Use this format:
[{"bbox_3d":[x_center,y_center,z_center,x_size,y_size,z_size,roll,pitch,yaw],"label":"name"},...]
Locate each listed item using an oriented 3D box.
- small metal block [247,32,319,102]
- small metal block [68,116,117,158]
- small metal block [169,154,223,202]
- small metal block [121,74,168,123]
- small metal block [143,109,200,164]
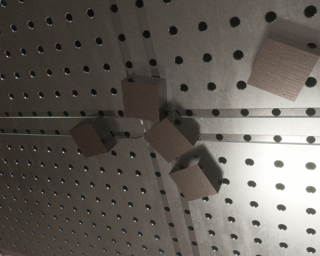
[{"bbox_3d":[0.122,-0.061,0.309,0.050,0.025,0.050,24,127,13],"label":"small metal block"},{"bbox_3d":[-0.103,0.014,0.472,0.050,0.025,0.050,-15,111,34],"label":"small metal block"},{"bbox_3d":[0.049,0.069,0.427,0.050,0.025,0.050,-26,105,37],"label":"small metal block"},{"bbox_3d":[-0.019,-0.039,0.396,0.050,0.025,0.050,11,123,22],"label":"small metal block"},{"bbox_3d":[0.015,0.012,0.409,0.050,0.025,0.050,46,129,-5],"label":"small metal block"}]
